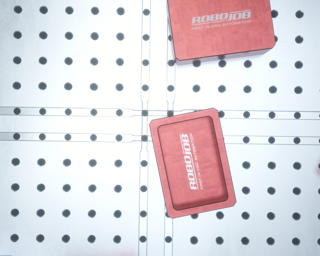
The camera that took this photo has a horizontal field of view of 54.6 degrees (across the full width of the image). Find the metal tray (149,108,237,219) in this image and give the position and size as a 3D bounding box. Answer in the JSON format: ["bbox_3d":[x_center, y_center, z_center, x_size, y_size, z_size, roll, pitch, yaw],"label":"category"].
[{"bbox_3d":[0.042,0.045,0.411,0.090,0.030,0.129,-11,90,0],"label":"metal tray"}]

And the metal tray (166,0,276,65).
[{"bbox_3d":[0.079,-0.138,0.411,0.131,0.030,0.090,-8,90,0],"label":"metal tray"}]
